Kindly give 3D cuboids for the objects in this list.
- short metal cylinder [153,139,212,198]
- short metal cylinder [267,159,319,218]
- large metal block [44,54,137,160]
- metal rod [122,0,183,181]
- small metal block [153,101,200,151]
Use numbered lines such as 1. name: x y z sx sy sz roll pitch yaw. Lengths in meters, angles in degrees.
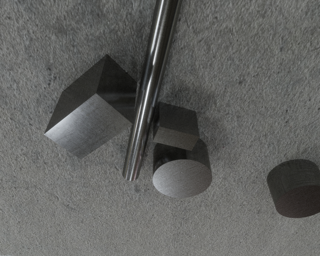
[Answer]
1. short metal cylinder: 0.030 0.054 0.437 0.081 0.050 0.079 0 130 0
2. short metal cylinder: 0.211 0.093 0.473 0.081 0.050 0.079 0 130 0
3. large metal block: -0.074 -0.024 0.350 0.080 0.080 0.050 -33 123 24
4. metal rod: -0.014 -0.041 0.371 0.025 0.025 0.298 9 130 -8
5. small metal block: 0.019 -0.003 0.389 0.050 0.050 0.025 14 129 -12
